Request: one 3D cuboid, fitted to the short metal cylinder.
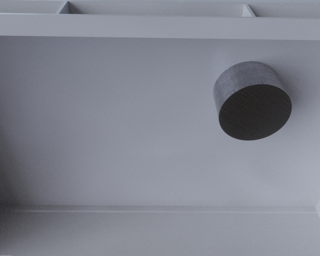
[{"bbox_3d":[0.106,-0.031,0.367,0.080,0.050,0.080,0,130,0],"label":"short metal cylinder"}]
